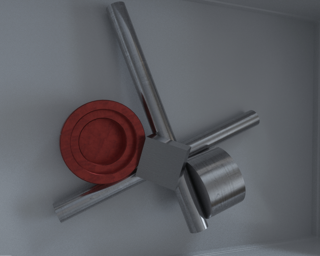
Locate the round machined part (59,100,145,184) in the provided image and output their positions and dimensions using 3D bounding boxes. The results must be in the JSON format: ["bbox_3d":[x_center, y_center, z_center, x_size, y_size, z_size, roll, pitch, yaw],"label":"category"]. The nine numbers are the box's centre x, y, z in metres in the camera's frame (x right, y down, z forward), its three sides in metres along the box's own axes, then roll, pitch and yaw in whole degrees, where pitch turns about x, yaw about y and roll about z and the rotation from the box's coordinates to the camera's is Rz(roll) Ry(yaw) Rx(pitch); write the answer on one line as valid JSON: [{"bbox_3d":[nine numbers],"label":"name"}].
[{"bbox_3d":[-0.071,0.016,0.375,0.099,0.042,0.097,0,90,-21],"label":"round machined part"}]

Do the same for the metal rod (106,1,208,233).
[{"bbox_3d":[-0.003,-0.013,0.390,0.025,0.025,0.299,-21,90,-19],"label":"metal rod"}]

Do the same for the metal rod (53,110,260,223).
[{"bbox_3d":[0.009,0.043,0.414,0.302,0.025,0.025,-24,98,-19],"label":"metal rod"}]

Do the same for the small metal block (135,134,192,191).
[{"bbox_3d":[0.004,0.040,0.368,0.050,0.025,0.050,18,101,13],"label":"small metal block"}]

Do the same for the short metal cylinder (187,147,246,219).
[{"bbox_3d":[0.065,0.071,0.405,0.050,0.080,0.080,-21,97,-19],"label":"short metal cylinder"}]
